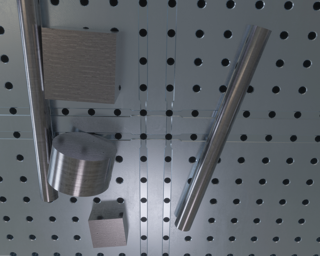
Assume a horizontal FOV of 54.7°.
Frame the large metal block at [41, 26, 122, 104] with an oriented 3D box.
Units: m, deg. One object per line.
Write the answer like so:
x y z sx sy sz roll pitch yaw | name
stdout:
-0.090 -0.077 0.371 0.081 0.050 0.079 4 110 -2 | large metal block

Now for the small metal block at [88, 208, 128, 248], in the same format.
-0.077 0.151 0.469 0.050 0.025 0.050 -4 110 1 | small metal block

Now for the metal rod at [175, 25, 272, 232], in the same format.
0.078 0.014 0.419 0.025 0.025 0.298 16 109 -6 | metal rod

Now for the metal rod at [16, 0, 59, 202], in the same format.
-0.155 -0.040 0.397 0.025 0.025 0.298 1 110 -1 | metal rod

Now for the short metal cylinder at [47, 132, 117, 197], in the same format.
-0.100 0.045 0.400 0.081 0.080 0.050 13 110 -5 | short metal cylinder
